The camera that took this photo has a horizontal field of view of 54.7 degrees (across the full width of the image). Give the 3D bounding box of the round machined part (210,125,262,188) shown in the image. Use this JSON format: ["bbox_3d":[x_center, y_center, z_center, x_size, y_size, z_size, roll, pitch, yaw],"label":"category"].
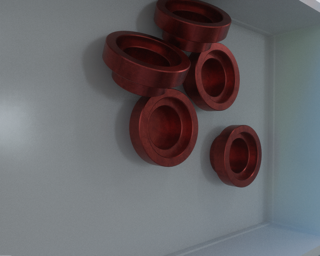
[{"bbox_3d":[0.118,0.044,0.497,0.099,0.042,0.097,0,90,-40],"label":"round machined part"}]

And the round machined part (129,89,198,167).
[{"bbox_3d":[0.001,-0.001,0.398,0.099,0.042,0.097,0,90,-40],"label":"round machined part"}]

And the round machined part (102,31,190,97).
[{"bbox_3d":[-0.018,-0.072,0.359,0.099,0.098,0.042,-12,136,-40],"label":"round machined part"}]

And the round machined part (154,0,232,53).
[{"bbox_3d":[0.040,-0.134,0.407,0.099,0.098,0.042,-24,142,-38],"label":"round machined part"}]

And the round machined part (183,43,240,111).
[{"bbox_3d":[0.071,-0.073,0.458,0.099,0.042,0.097,0,90,-40],"label":"round machined part"}]
